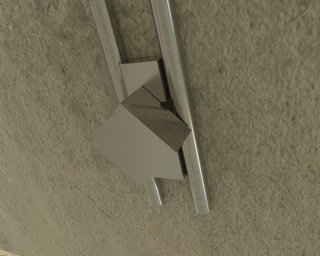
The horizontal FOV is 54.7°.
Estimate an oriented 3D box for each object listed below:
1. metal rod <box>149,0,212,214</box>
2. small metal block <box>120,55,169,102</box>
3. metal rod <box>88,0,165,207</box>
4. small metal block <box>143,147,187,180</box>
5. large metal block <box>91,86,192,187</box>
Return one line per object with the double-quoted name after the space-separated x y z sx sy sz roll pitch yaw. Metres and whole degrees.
0.030 -0.015 0.382 0.025 0.025 0.298 0 119 27 "metal rod"
-0.015 -0.059 0.377 0.050 0.025 0.050 1 119 27 "small metal block"
-0.037 -0.016 0.417 0.025 0.025 0.298 0 119 27 "metal rod"
0.010 0.042 0.427 0.050 0.025 0.050 1 119 27 "small metal block"
-0.023 0.011 0.375 0.080 0.050 0.080 42 129 -1 "large metal block"
